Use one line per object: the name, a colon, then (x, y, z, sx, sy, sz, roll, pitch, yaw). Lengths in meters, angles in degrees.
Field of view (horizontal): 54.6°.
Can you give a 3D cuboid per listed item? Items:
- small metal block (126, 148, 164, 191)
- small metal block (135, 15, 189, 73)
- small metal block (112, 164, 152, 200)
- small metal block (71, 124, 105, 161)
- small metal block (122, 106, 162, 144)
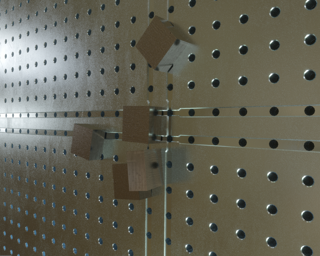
small metal block: (-0.018, 0.054, 0.406, 0.025, 0.050, 0.050, -6, 86, 24)
small metal block: (0.002, -0.110, 0.409, 0.050, 0.025, 0.050, -51, 60, 28)
small metal block: (-0.041, 0.075, 0.444, 0.050, 0.025, 0.050, -8, 85, 40)
small metal block: (-0.119, 0.022, 0.509, 0.050, 0.025, 0.050, 15, 99, 39)
small metal block: (-0.026, -0.005, 0.432, 0.050, 0.025, 0.050, 4, 92, 40)
